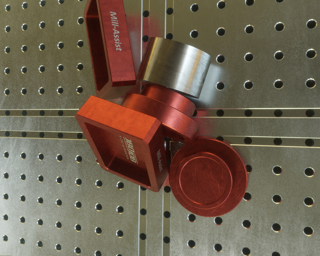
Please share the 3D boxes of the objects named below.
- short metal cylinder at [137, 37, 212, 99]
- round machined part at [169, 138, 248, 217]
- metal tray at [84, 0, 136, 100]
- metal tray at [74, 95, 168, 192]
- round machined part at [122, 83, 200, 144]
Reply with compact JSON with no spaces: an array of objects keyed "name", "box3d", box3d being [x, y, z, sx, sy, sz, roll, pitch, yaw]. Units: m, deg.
[{"name":"short metal cylinder","box3d":[0.017,-0.071,0.376,0.080,0.080,0.050,19,95,18]},{"name":"round machined part","box3d":[0.057,0.062,0.383,0.098,0.042,0.097,0,90,19]},{"name":"metal tray","box3d":[-0.068,-0.108,0.402,0.030,0.090,0.129,-8,86,-23]},{"name":"metal tray","box3d":[-0.040,0.024,0.374,0.090,0.129,0.030,20,60,18]},{"name":"round machined part","box3d":[0.004,-0.020,0.374,0.098,0.098,0.042,22,81,18]}]
